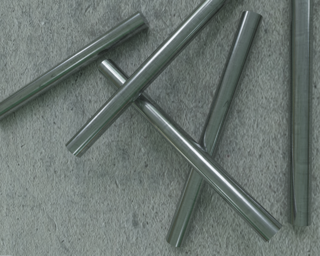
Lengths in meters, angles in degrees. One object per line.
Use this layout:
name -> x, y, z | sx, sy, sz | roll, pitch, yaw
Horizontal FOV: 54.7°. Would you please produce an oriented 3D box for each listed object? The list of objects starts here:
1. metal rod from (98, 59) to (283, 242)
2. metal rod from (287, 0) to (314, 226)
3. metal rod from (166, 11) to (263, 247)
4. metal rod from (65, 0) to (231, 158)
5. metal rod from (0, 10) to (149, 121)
metal rod -> 0.021, 0.012, 0.379 | 0.300, 0.025, 0.025 | 45, 104, 23
metal rod -> 0.160, -0.041, 0.352 | 0.025, 0.025, 0.298 | 1, 90, 20
metal rod -> 0.065, 0.007, 0.385 | 0.025, 0.025, 0.298 | 20, 97, 19
metal rod -> -0.005, -0.079, 0.382 | 0.300, 0.025, 0.025 | -46, 76, 3
metal rod -> -0.149, -0.082, 0.461 | 0.300, 0.025, 0.025 | -27, 81, 17
